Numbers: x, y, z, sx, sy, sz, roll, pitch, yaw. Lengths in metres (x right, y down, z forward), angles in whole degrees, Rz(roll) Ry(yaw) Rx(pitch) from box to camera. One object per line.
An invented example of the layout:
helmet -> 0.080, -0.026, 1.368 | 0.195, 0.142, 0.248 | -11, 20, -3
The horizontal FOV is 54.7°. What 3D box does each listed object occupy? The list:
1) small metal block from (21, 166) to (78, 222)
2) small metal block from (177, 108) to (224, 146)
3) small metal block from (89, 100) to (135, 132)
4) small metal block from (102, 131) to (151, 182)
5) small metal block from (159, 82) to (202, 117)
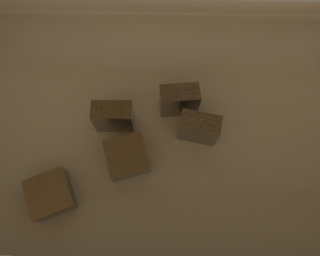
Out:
small metal block -> -0.134, 0.081, 0.378 | 0.050, 0.025, 0.050 | -20, 72, -8
small metal block -> 0.050, 0.000, 0.397 | 0.050, 0.050, 0.025 | 11, 71, 4
small metal block -> -0.060, -0.015, 0.401 | 0.050, 0.050, 0.025 | 0, 70, 0
small metal block -> -0.042, 0.037, 0.396 | 0.050, 0.025, 0.050 | -14, 71, -6
small metal block -> 0.025, -0.037, 0.410 | 0.050, 0.050, 0.025 | -5, 70, -2
